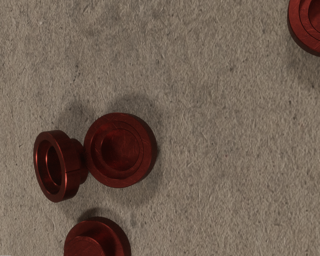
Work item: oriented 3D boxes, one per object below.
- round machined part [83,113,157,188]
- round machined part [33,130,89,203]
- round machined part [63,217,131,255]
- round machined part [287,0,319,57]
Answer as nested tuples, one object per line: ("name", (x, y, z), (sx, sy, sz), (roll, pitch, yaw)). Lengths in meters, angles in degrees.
("round machined part", (-0.049, 0.029, 0.416), (0.098, 0.042, 0.097), (0, 90, 19))
("round machined part", (-0.136, 0.051, 0.433), (0.098, 0.042, 0.097), (10, 104, 45))
("round machined part", (-0.094, 0.178, 0.432), (0.098, 0.042, 0.097), (0, 90, 19))
("round machined part", (0.190, -0.123, 0.333), (0.098, 0.042, 0.097), (0, 90, 19))
